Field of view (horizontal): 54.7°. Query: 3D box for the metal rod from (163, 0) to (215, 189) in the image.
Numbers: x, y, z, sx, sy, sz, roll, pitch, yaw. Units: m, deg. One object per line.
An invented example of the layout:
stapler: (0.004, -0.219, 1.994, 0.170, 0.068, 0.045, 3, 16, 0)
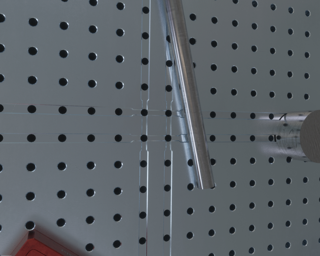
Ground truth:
metal rod: (0.037, -0.064, 0.425, 0.025, 0.025, 0.298, -12, 94, -20)

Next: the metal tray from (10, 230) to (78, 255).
metal tray: (-0.125, 0.194, 0.363, 0.130, 0.030, 0.090, 39, 77, -16)

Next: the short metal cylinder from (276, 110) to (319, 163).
short metal cylinder: (0.231, 0.012, 0.484, 0.081, 0.050, 0.080, 0, 90, -20)
